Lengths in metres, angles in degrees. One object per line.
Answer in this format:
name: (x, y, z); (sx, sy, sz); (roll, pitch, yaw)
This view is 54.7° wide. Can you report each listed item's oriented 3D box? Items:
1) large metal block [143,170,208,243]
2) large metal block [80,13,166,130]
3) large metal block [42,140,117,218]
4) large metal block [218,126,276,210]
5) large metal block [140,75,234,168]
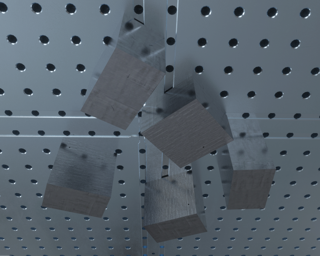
large metal block: (0.023, 0.121, 0.479); (0.080, 0.080, 0.050); (-18, 128, 14)
large metal block: (-0.037, -0.059, 0.325); (0.050, 0.080, 0.080); (25, 126, -20)
large metal block: (-0.110, 0.070, 0.434); (0.081, 0.080, 0.050); (16, 128, -14)
large metal block: (0.114, 0.054, 0.423); (0.050, 0.080, 0.079); (-2, 130, 1)
large metal block: (0.033, -0.005, 0.391); (0.080, 0.050, 0.080); (-32, 124, 24)
